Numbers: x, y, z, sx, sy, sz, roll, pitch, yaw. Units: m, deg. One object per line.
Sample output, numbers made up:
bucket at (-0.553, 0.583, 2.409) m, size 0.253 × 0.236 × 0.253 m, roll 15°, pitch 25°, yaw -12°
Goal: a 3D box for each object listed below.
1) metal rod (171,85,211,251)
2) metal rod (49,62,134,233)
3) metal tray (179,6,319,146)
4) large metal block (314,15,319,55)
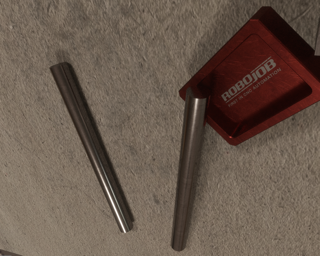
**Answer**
metal rod at (0.035, 0.077, 0.412) m, size 0.025 × 0.025 × 0.298 m, roll 18°, pitch 132°, yaw 17°
metal rod at (-0.099, 0.044, 0.484) m, size 0.025 × 0.025 × 0.298 m, roll -3°, pitch 117°, yaw 29°
metal tray at (0.087, -0.042, 0.309) m, size 0.090 × 0.030 × 0.129 m, roll 44°, pitch 144°, yaw -3°
large metal block at (0.171, -0.100, 0.239) m, size 0.080 × 0.050 × 0.079 m, roll 9°, pitch 122°, yaw 22°
